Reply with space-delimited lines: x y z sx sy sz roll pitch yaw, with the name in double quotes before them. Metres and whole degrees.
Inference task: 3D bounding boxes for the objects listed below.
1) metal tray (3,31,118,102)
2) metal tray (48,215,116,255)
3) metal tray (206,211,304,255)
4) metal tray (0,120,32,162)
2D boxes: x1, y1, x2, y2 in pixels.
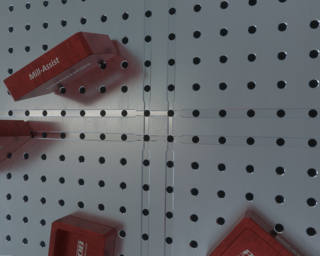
"metal tray" -0.132 -0.083 0.422 0.130 0.090 0.030 -26 96 18
"metal tray" -0.118 0.204 0.452 0.090 0.030 0.129 8 93 19
"metal tray" 0.126 0.176 0.365 0.130 0.030 0.090 41 103 15
"metal tray" -0.277 0.035 0.476 0.130 0.090 0.030 -35 79 16
